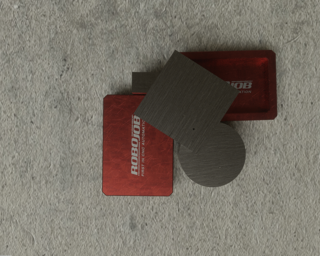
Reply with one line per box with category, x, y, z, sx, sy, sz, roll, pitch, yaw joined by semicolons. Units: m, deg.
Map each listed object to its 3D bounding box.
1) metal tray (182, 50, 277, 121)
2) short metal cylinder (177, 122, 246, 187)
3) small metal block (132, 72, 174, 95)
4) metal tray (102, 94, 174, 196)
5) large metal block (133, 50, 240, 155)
metal tray;0.084;-0.054;0.409;0.131;0.030;0.089;-2;90;0
short metal cylinder;0.064;0.032;0.399;0.080;0.050;0.080;0;90;0
small metal block;-0.009;-0.055;0.399;0.050;0.050;0.025;1;90;0
metal tray;-0.028;0.022;0.409;0.091;0.030;0.129;1;90;0
large metal block;0.028;-0.027;0.347;0.080;0.050;0.080;33;90;0
